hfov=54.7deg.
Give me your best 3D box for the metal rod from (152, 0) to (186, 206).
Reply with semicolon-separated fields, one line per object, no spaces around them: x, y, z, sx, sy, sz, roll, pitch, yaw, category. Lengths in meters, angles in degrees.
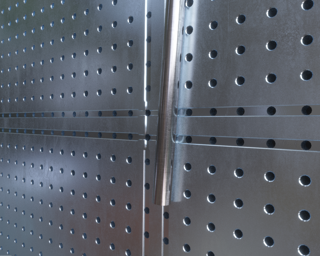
0.012;-0.051;0.397;0.025;0.025;0.298;7;94;39;metal rod
